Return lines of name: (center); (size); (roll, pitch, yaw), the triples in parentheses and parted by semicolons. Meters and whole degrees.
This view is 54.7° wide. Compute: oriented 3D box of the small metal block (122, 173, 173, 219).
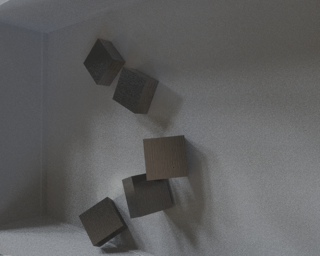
small metal block: (-0.016, 0.085, 0.401); (0.025, 0.050, 0.050); (-29, 72, 50)

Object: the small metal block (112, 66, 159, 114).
small metal block: (-0.035, -0.053, 0.436); (0.050, 0.025, 0.050); (33, 110, 35)

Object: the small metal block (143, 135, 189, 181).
small metal block: (0.007, 0.037, 0.384); (0.050, 0.025, 0.050); (-5, 85, -2)

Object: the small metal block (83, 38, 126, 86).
small metal block: (-0.087, -0.101, 0.479); (0.050, 0.025, 0.050); (-50, 61, 28)

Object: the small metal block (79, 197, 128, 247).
small metal block: (-0.084, 0.139, 0.460); (0.050, 0.025, 0.050); (-33, 63, -6)
